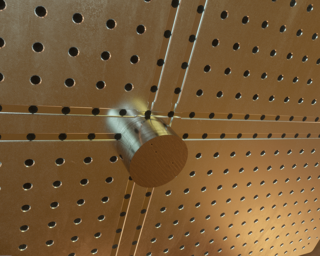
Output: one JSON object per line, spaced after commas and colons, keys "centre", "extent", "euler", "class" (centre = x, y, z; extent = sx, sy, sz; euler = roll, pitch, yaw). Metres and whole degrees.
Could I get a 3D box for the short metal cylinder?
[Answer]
{"centre": [-0.011, 0.031, 0.408], "extent": [0.081, 0.050, 0.080], "euler": [-14, 124, -21], "class": "short metal cylinder"}
